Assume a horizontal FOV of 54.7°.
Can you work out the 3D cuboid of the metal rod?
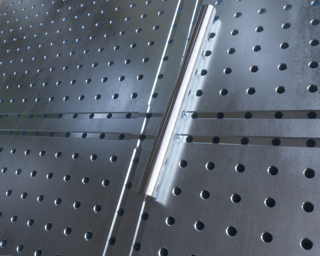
[{"bbox_3d":[0.029,-0.051,0.422,0.025,0.025,0.300,5,64,30],"label":"metal rod"}]
